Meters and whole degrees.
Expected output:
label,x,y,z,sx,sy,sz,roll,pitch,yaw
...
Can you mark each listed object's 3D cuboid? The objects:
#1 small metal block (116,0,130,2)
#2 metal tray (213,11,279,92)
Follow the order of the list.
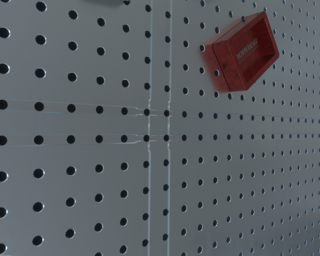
label,x,y,z,sx,sy,sz,roll,pitch,yaw
small metal block,-0.055,-0.181,0.362,0.050,0.025,0.050,-6,94,-40
metal tray,0.152,-0.132,0.532,0.131,0.030,0.090,-42,116,-32
